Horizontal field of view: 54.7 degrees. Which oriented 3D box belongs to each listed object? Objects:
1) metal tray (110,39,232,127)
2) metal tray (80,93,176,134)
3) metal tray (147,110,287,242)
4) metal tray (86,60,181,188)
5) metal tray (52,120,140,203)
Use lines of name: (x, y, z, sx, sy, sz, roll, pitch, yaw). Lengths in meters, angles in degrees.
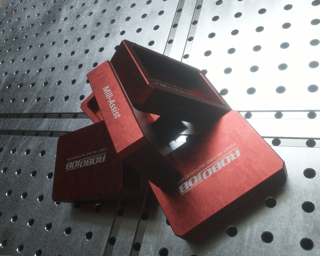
metal tray: (0.016, -0.049, 0.362, 0.030, 0.131, 0.090, -53, 46, 28)
metal tray: (-0.048, -0.025, 0.443, 0.090, 0.030, 0.130, -45, 51, -4)
metal tray: (0.058, 0.050, 0.342, 0.130, 0.030, 0.090, -35, 51, 4)
metal tray: (-0.030, -0.006, 0.345, 0.030, 0.090, 0.130, -33, 52, 6)
metal tray: (-0.082, 0.043, 0.389, 0.130, 0.030, 0.090, -17, 65, 36)
